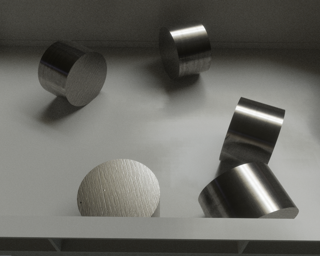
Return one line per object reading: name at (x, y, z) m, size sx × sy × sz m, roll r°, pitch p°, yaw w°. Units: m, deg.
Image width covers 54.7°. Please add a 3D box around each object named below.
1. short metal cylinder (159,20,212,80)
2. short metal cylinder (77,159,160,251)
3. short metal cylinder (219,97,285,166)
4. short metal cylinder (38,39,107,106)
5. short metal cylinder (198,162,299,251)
short metal cylinder at (0.036, -0.117, 0.468) m, size 0.050 × 0.080 × 0.080 m, roll -17°, pitch 52°, yaw -14°
short metal cylinder at (-0.040, 0.079, 0.322) m, size 0.080 × 0.050 × 0.080 m, roll 0°, pitch 50°, yaw 0°
short metal cylinder at (0.107, 0.009, 0.362) m, size 0.050 × 0.080 × 0.080 m, roll 19°, pitch 53°, yaw 15°
short metal cylinder at (-0.120, -0.077, 0.433) m, size 0.050 × 0.080 × 0.080 m, roll 27°, pitch 55°, yaw 21°
short metal cylinder at (0.085, 0.078, 0.304) m, size 0.081 × 0.080 × 0.050 m, roll -16°, pitch 52°, yaw -13°
